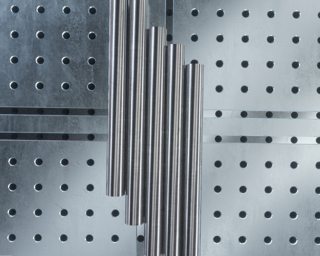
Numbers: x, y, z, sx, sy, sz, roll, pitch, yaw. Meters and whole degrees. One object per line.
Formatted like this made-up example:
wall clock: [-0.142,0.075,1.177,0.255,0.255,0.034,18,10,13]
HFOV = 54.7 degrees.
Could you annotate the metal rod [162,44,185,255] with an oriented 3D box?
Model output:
metal rod: [0.018,0.040,0.413,0.025,0.025,0.298,1,90,-1]

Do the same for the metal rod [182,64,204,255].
metal rod: [0.043,0.066,0.413,0.025,0.025,0.298,1,90,-1]

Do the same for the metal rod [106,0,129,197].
metal rod: [-0.056,-0.060,0.412,0.025,0.025,0.298,1,90,-1]

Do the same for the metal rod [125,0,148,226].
metal rod: [-0.031,-0.023,0.412,0.025,0.025,0.298,1,90,-1]

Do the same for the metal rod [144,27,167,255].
metal rod: [-0.006,0.018,0.413,0.025,0.025,0.298,1,90,-1]
